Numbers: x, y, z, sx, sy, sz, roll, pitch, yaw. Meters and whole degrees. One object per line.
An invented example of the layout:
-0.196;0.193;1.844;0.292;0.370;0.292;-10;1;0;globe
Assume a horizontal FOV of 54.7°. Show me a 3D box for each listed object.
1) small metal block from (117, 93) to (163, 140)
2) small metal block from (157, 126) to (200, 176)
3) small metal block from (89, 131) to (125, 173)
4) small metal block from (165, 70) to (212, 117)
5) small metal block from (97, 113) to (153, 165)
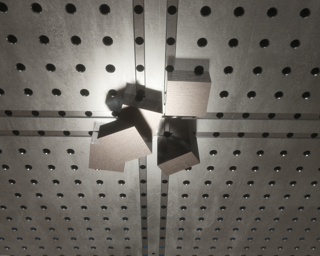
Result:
-0.028;-0.013;0.401;0.050;0.025;0.050;13;129;-12;small metal block
0.024;0.031;0.422;0.050;0.050;0.025;-25;126;19;small metal block
-0.073;0.035;0.440;0.050;0.025;0.050;8;130;-8;small metal block
0.033;-0.042;0.377;0.050;0.025;0.050;2;130;-2;small metal block
-0.043;0.015;0.391;0.050;0.025;0.050;-18;128;14;small metal block
